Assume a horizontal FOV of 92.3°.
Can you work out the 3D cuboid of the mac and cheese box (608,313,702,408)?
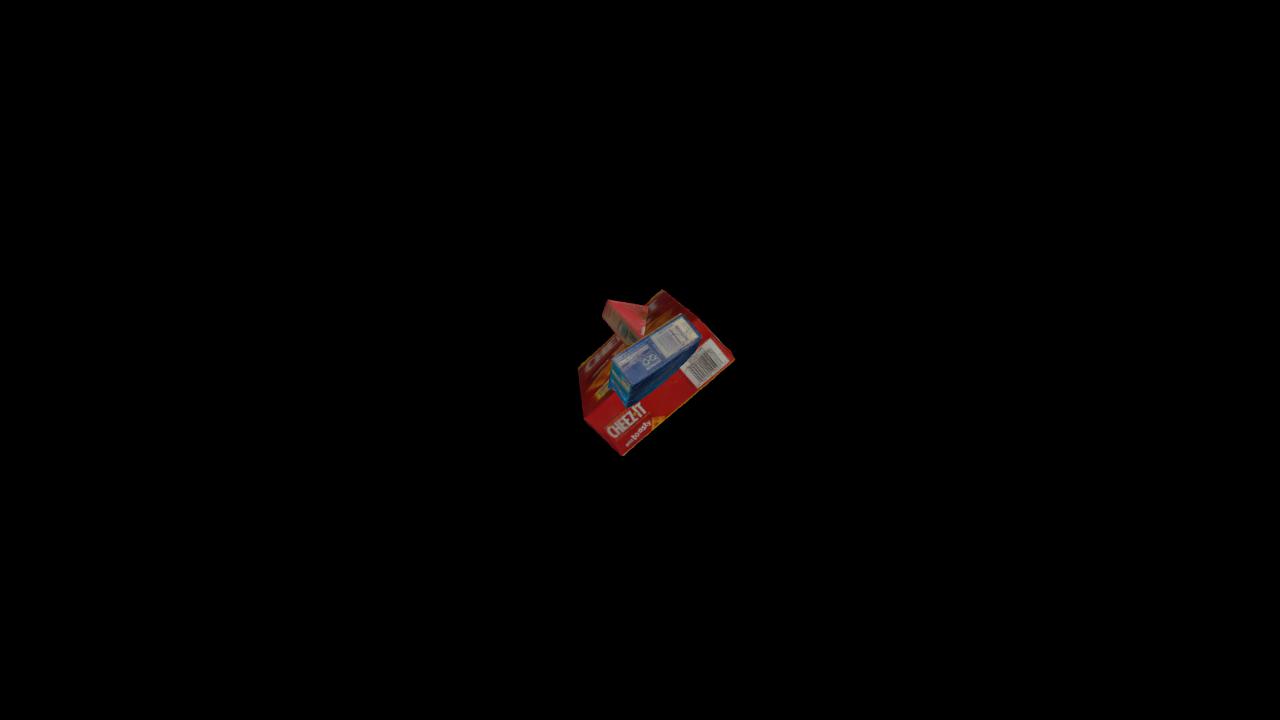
[{"bbox_3d":[0.009,0.024,0.684,0.093,0.041,0.184,-36,-15,-19],"label":"mac and cheese box"}]

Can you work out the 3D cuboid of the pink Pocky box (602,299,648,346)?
[{"bbox_3d":[0.020,-0.025,0.754,0.084,0.029,0.155,6,27,-31],"label":"pink Pocky box"}]

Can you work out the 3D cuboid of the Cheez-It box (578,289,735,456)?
[{"bbox_3d":[0.007,0.004,0.752,0.166,0.071,0.223,-42,15,4],"label":"Cheez-It box"}]
